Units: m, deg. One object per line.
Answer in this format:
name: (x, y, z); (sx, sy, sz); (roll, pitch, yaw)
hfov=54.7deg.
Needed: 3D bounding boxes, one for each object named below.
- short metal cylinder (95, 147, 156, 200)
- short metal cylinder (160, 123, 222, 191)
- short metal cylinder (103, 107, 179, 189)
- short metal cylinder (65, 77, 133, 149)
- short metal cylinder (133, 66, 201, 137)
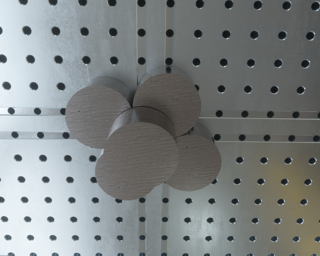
short metal cylinder: (-0.042, 0.049, 0.417); (0.081, 0.050, 0.079); (0, 110, -1)
short metal cylinder: (0.037, 0.037, 0.413); (0.081, 0.050, 0.079); (0, 110, -1)
short metal cylinder: (-0.020, 0.022, 0.352); (0.081, 0.050, 0.079); (-1, 112, -1)
short metal cylinder: (-0.072, -0.020, 0.391); (0.081, 0.050, 0.079); (0, 110, -1)
short metal cylinder: (0.008, -0.033, 0.387); (0.081, 0.050, 0.079); (0, 110, -1)
